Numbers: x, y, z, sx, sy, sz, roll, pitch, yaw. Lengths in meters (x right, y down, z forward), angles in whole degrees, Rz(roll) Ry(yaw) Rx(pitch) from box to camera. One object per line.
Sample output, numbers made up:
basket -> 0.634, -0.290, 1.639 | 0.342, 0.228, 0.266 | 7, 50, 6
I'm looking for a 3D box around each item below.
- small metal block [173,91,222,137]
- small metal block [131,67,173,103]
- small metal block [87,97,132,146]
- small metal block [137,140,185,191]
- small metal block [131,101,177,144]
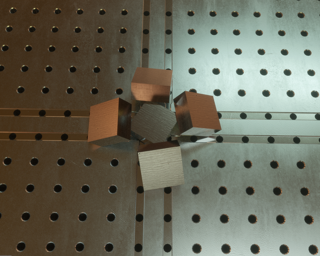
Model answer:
small metal block -> 0.049, -0.018, 0.406 | 0.050, 0.025, 0.050 | 5, 65, -36
small metal block -> -0.010, -0.059, 0.420 | 0.050, 0.025, 0.050 | 6, 34, 2
small metal block -> -0.065, -0.007, 0.401 | 0.050, 0.025, 0.050 | -13, 66, 32
small metal block -> 0.001, 0.045, 0.382 | 0.050, 0.025, 0.050 | -8, 106, -4
small metal block -> -0.008, -0.004, 0.412 | 0.050, 0.025, 0.050 | 30, 72, 10
